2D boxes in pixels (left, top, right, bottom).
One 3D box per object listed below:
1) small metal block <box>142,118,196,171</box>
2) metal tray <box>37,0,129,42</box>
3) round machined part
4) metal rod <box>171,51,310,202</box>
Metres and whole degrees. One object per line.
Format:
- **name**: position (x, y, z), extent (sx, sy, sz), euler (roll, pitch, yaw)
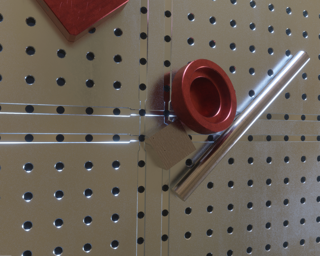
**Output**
- **small metal block**: position (0.013, 0.021, 0.418), extent (0.050, 0.025, 0.050), euler (-34, 101, -17)
- **metal tray**: position (-0.111, -0.182, 0.369), extent (0.090, 0.030, 0.130), euler (-41, 103, -16)
- **round machined part**: position (0.054, -0.039, 0.414), extent (0.099, 0.042, 0.098), euler (10, 72, -35)
- **metal rod**: position (0.127, -0.011, 0.461), extent (0.301, 0.025, 0.025), euler (-45, 105, -15)
